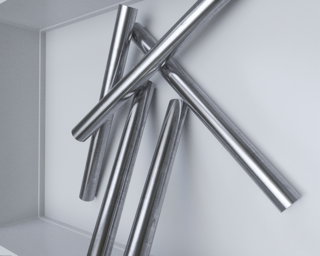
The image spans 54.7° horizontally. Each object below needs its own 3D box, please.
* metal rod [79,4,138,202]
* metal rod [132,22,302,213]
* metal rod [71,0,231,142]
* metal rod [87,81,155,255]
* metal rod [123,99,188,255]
[{"bbox_3d":[-0.079,-0.023,0.451,0.025,0.025,0.298,31,115,35],"label":"metal rod"},{"bbox_3d":[0.046,-0.031,0.367,0.300,0.025,0.025,52,120,27],"label":"metal rod"},{"bbox_3d":[-0.013,-0.077,0.381,0.299,0.025,0.025,-40,66,25],"label":"metal rod"},{"bbox_3d":[-0.050,0.073,0.361,0.025,0.025,0.299,-8,58,39],"label":"metal rod"},{"bbox_3d":[-0.015,0.099,0.322,0.025,0.025,0.300,-7,55,39],"label":"metal rod"}]
